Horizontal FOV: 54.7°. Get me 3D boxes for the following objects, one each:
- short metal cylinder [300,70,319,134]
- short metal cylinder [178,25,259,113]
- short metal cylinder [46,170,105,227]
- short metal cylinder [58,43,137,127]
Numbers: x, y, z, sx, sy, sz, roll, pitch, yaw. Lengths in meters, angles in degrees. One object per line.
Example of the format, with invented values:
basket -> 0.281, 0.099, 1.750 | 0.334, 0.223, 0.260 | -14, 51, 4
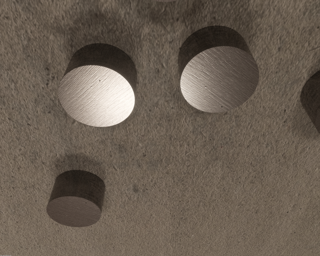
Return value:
short metal cylinder -> 0.217, -0.031, 0.368 | 0.081, 0.050, 0.079 | 0, 130, 0
short metal cylinder -> 0.061, -0.063, 0.338 | 0.081, 0.050, 0.079 | 0, 130, 0
short metal cylinder -> -0.129, 0.111, 0.483 | 0.081, 0.050, 0.079 | 0, 130, 0
short metal cylinder -> -0.067, -0.048, 0.349 | 0.081, 0.050, 0.079 | 0, 130, 0
